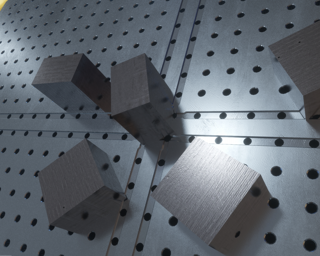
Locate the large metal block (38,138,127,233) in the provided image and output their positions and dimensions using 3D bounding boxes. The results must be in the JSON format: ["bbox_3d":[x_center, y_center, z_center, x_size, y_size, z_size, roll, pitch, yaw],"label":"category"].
[{"bbox_3d":[-0.102,0.074,0.402,0.080,0.050,0.080,-36,51,4],"label":"large metal block"}]

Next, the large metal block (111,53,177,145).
[{"bbox_3d":[-0.021,-0.036,0.407,0.050,0.080,0.080,-19,54,17],"label":"large metal block"}]

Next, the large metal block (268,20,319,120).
[{"bbox_3d":[0.178,-0.068,0.341,0.080,0.050,0.080,-26,53,12],"label":"large metal block"}]

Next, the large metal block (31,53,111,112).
[{"bbox_3d":[-0.135,-0.068,0.487,0.080,0.080,0.050,1,62,29],"label":"large metal block"}]

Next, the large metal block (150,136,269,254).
[{"bbox_3d":[0.052,0.068,0.324,0.080,0.050,0.080,32,80,38],"label":"large metal block"}]
